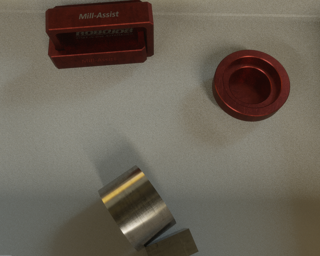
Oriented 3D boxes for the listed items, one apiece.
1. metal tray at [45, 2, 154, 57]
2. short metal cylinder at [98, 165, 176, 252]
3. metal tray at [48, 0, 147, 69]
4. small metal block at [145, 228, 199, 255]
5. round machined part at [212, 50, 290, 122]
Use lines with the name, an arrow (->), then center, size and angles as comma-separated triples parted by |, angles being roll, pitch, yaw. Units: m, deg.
metal tray -> -0.075, -0.126, 0.418 | 0.131, 0.090, 0.030 | -5, 76, -2
short metal cylinder -> -0.026, 0.089, 0.348 | 0.050, 0.080, 0.080 | -34, 74, -12
metal tray -> -0.087, -0.134, 0.442 | 0.131, 0.030, 0.090 | -4, 67, 0
small metal block -> 0.012, 0.134, 0.347 | 0.050, 0.050, 0.025 | -21, 74, -8
round machined part -> 0.120, -0.054, 0.422 | 0.099, 0.042, 0.098 | 0, 70, -1
